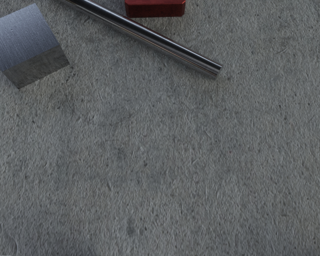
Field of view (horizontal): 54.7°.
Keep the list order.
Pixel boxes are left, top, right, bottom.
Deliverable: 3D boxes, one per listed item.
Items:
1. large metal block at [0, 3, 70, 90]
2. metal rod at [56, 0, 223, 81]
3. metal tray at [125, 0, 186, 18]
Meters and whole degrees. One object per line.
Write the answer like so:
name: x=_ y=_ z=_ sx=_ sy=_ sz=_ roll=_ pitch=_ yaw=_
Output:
large metal block: x=-0.187 y=-0.114 z=0.435 sx=0.080 sy=0.050 sz=0.080 roll=-30 pitch=73 yaw=-10
metal rod: x=-0.046 y=-0.150 z=0.462 sx=0.301 sy=0.025 sz=0.025 roll=29 pitch=73 yaw=10
metal tray: x=-0.009 y=-0.238 z=0.492 sx=0.091 sy=0.030 sz=0.130 roll=-2 pitch=70 yaw=-1
